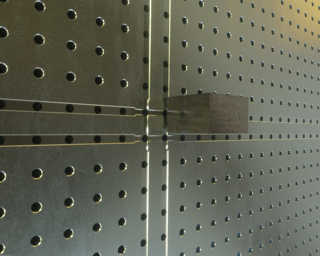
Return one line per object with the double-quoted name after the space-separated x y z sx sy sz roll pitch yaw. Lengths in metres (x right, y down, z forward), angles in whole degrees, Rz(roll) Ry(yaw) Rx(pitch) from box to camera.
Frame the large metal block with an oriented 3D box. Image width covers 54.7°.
0.065 -0.018 0.430 0.081 0.080 0.050 1 90 -40 "large metal block"
